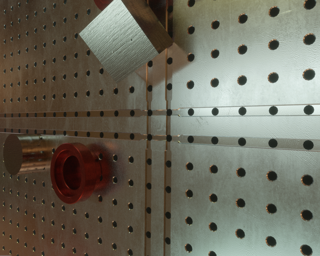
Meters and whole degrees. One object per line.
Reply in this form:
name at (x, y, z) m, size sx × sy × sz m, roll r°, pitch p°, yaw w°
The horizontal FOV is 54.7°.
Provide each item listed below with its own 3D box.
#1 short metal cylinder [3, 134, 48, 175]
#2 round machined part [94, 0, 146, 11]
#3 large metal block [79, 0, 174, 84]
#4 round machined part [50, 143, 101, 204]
short metal cylinder at (-0.267, 0.051, 0.614) m, size 0.080 × 0.050 × 0.079 m, roll 0°, pitch 90°, yaw 40°
round machined part at (-0.050, -0.208, 0.440) m, size 0.098 × 0.042 × 0.097 m, roll 0°, pitch 90°, yaw 40°
large metal block at (-0.043, -0.118, 0.406) m, size 0.080 × 0.050 × 0.080 m, roll -27°, pitch 106°, yaw 37°
round machined part at (-0.135, 0.073, 0.510) m, size 0.098 × 0.042 × 0.097 m, roll 0°, pitch 90°, yaw 40°
